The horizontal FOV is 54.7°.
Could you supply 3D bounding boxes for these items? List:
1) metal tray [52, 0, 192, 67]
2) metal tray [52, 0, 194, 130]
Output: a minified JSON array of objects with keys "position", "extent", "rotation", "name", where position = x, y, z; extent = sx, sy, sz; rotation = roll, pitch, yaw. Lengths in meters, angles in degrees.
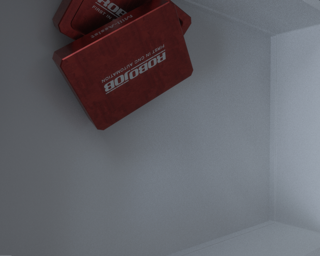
[{"position":[-0.037,-0.118,0.344],"extent":[0.131,0.030,0.090],"rotation":[24,104,-39],"name":"metal tray"},{"position":[-0.033,-0.068,0.332],"extent":[0.131,0.030,0.090],"rotation":[-34,129,-14],"name":"metal tray"}]
